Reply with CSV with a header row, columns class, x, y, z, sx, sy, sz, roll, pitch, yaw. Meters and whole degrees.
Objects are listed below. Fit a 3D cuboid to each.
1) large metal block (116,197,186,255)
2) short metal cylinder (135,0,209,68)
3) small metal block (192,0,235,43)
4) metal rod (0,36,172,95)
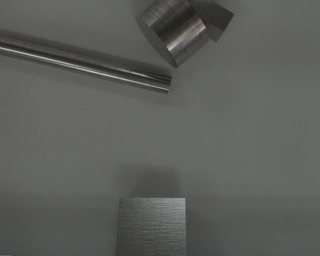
class,x,y,z,sx,sy,sz,roll,pitch,yaw
large metal block,-0.010,0.132,0.385,0.081,0.050,0.080,1,66,-1
short metal cylinder,0.015,-0.121,0.384,0.050,0.080,0.080,-41,91,0
small metal block,0.062,-0.140,0.400,0.050,0.050,0.025,31,90,-1
metal rod,-0.134,-0.091,0.409,0.302,0.025,0.025,13,90,-1
